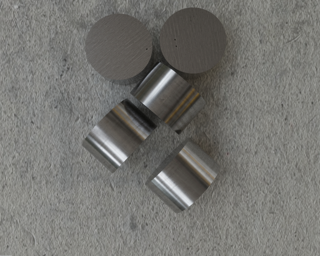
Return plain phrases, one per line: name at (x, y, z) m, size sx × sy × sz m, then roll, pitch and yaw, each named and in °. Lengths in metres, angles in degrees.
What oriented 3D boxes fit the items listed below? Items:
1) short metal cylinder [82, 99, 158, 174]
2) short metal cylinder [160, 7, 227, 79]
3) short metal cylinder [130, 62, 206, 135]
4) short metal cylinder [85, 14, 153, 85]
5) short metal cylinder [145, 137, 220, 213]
short metal cylinder at (-0.049, 0.010, 0.382) m, size 0.050 × 0.080 × 0.080 m, roll 43°, pitch 90°, yaw 0°
short metal cylinder at (0.040, -0.106, 0.398) m, size 0.081 × 0.050 × 0.080 m, roll 0°, pitch 90°, yaw 0°
short metal cylinder at (0.010, -0.036, 0.382) m, size 0.080 × 0.080 × 0.050 m, roll 41°, pitch 90°, yaw 0°
short metal cylinder at (-0.049, -0.098, 0.397) m, size 0.081 × 0.050 × 0.080 m, roll 0°, pitch 90°, yaw 0°
short metal cylinder at (0.027, 0.057, 0.383) m, size 0.050 × 0.080 × 0.080 m, roll 44°, pitch 90°, yaw 0°
